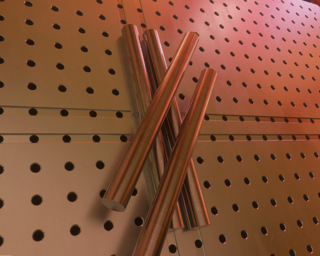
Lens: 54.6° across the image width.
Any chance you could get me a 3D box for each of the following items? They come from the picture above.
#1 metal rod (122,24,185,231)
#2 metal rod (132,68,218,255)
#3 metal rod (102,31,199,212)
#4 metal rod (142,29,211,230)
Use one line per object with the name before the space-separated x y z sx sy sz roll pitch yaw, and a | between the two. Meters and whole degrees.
metal rod | -0.015 -0.018 0.411 0.025 0.025 0.299 1 61 -28
metal rod | 0.027 0.029 0.372 0.025 0.025 0.301 30 52 -9
metal rod | 0.002 -0.033 0.397 0.025 0.025 0.301 31 52 -9
metal rod | 0.016 -0.016 0.426 0.025 0.025 0.299 1 61 -28
